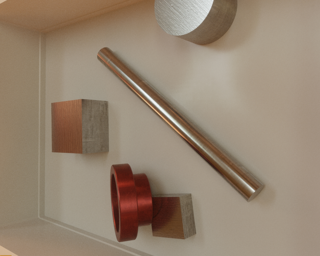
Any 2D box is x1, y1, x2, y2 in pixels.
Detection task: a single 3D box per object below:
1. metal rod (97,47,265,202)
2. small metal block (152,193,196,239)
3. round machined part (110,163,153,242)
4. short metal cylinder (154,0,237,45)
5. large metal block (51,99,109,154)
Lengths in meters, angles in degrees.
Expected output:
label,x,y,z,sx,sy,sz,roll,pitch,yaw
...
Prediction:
label,x,y,z,sx,sy,sz,roll,pitch,yaw
metal rod,0.008,-0.022,0.398,0.300,0.025,0.025,44,116,30
small metal block,0.015,0.110,0.393,0.050,0.025,0.050,-11,83,39
round machined part,-0.038,0.095,0.405,0.098,0.042,0.097,177,89,-75
short metal cylinder,0.041,-0.141,0.356,0.080,0.050,0.079,0,90,39
large metal block,-0.128,-0.002,0.493,0.080,0.050,0.079,-2,89,39
